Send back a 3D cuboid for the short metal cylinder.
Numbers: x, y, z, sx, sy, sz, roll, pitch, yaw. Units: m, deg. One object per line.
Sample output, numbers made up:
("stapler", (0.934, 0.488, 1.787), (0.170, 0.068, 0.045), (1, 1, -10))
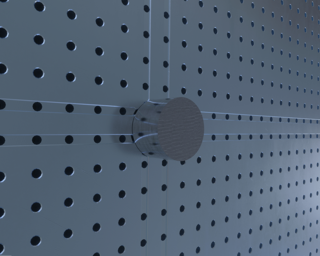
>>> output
("short metal cylinder", (0.012, 0.001, 0.404), (0.081, 0.050, 0.079), (0, 90, -40))
